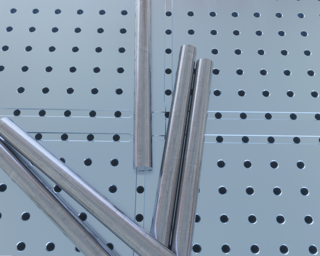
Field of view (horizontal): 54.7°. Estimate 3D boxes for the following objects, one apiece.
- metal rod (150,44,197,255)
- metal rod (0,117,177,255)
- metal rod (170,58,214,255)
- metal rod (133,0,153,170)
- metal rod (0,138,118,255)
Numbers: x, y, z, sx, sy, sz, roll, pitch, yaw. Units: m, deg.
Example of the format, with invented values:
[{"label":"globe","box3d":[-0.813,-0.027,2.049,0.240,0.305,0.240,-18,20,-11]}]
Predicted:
[{"label":"metal rod","box3d":[0.018,0.024,0.403,0.025,0.025,0.299,9,70,3]},{"label":"metal rod","box3d":[-0.090,0.077,0.366,0.300,0.025,0.025,34,73,17]},{"label":"metal rod","box3d":[0.041,0.045,0.395,0.025,0.025,0.299,9,70,3]},{"label":"metal rod","box3d":[-0.024,-0.089,0.443,0.025,0.025,0.299,-1,70,-1]},{"label":"metal rod","box3d":[-0.129,0.096,0.375,0.300,0.025,0.025,40,75,13]}]
